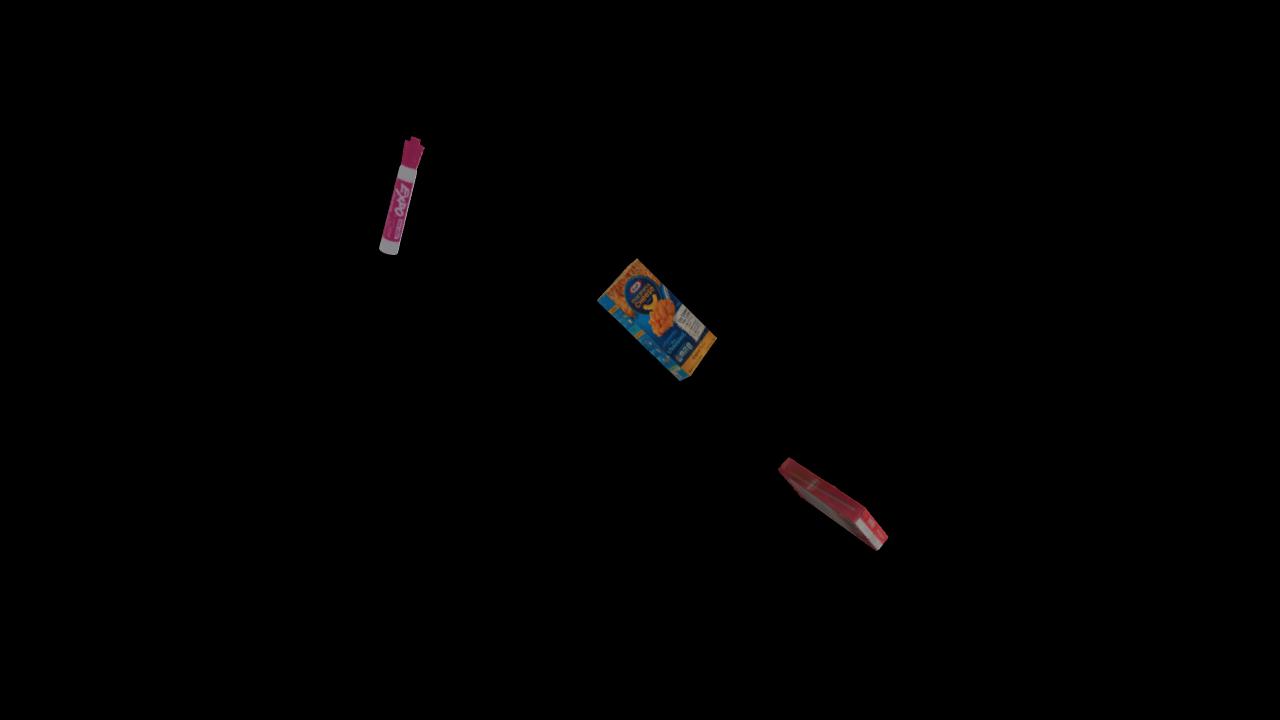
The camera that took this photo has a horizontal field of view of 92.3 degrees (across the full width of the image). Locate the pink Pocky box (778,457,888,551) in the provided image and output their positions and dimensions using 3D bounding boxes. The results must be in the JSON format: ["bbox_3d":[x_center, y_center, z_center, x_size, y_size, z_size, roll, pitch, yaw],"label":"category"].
[{"bbox_3d":[0.270,0.201,0.872,0.084,0.029,0.155,47,-8,-32],"label":"pink Pocky box"}]

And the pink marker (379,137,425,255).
[{"bbox_3d":[-0.240,-0.164,0.620,0.020,0.121,0.020,20,22,-9],"label":"pink marker"}]

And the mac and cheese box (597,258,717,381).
[{"bbox_3d":[0.029,-0.063,0.971,0.184,0.093,0.041,44,-30,-9],"label":"mac and cheese box"}]
